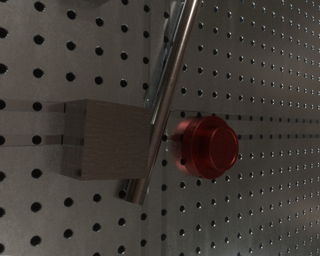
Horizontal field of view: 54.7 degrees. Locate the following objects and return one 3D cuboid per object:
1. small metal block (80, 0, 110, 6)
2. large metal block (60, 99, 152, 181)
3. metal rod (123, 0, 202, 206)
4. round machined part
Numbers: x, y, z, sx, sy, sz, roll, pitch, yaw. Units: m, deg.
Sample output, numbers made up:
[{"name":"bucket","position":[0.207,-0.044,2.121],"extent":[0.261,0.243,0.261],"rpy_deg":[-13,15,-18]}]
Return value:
[{"name":"small metal block","position":[-0.082,-0.169,0.341],"extent":[0.050,0.025,0.050],"rpy_deg":[-1,91,-40]},{"name":"large metal block","position":[-0.059,0.014,0.345],"extent":[0.081,0.050,0.080],"rpy_deg":[6,86,-40]},{"name":"metal rod","position":[0.008,-0.047,0.417],"extent":[0.025,0.025,0.299],"rpy_deg":[27,73,-37]},{"name":"round machined part","position":[0.082,0.030,0.470],"extent":[0.099,0.042,0.097],"rpy_deg":[0,90,-40]}]
